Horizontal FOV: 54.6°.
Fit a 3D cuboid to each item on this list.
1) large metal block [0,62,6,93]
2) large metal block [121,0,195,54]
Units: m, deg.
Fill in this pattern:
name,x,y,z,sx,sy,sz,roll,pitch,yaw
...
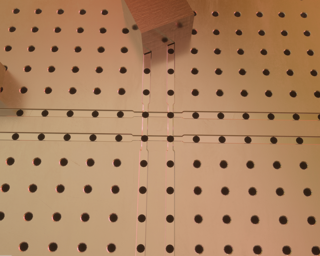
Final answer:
name,x,y,z,sx,sy,sz,roll,pitch,yaw
large metal block,-0.267,-0.079,0.410,0.080,0.080,0.050,2,70,1
large metal block,-0.005,-0.169,0.460,0.080,0.050,0.080,-23,72,-8
